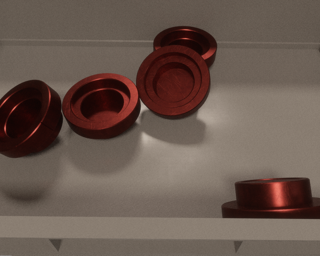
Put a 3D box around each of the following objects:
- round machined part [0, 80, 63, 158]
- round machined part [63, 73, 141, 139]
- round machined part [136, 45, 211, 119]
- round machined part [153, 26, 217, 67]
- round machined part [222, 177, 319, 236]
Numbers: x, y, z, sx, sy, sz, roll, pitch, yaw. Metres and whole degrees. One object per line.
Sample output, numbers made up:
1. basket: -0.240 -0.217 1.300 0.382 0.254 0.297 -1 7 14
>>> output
1. round machined part: -0.161 -0.008 0.382 0.098 0.042 0.098 -12 58 21
2. round machined part: -0.074 -0.024 0.410 0.099 0.042 0.098 -2 52 3
3. round machined part: 0.020 -0.060 0.426 0.098 0.042 0.097 -2 80 10
4. round machined part: 0.039 -0.117 0.493 0.099 0.042 0.098 1 50 0
5. round machined part: 0.108 0.071 0.296 0.099 0.098 0.042 -4 82 -4
